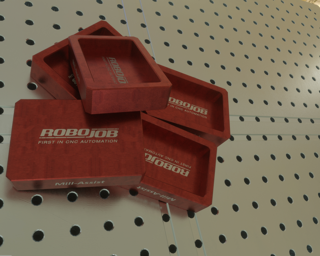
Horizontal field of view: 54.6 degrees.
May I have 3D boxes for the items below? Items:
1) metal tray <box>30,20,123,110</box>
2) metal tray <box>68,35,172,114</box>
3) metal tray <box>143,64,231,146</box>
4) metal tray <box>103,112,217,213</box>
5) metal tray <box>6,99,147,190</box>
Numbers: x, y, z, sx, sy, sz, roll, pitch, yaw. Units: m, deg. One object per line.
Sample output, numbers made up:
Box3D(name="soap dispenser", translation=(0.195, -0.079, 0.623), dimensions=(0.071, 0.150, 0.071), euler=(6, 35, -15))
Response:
Box3D(name="metal tray", translation=(-0.087, -0.081, 0.406), dimensions=(0.090, 0.030, 0.131), euler=(42, 51, 2))
Box3D(name="metal tray", translation=(-0.052, -0.068, 0.363), dimensions=(0.091, 0.030, 0.130), euler=(-5, 40, -22))
Box3D(name="metal tray", translation=(0.036, -0.032, 0.441), dimensions=(0.131, 0.030, 0.090), euler=(17, 56, -19))
Box3D(name="metal tray", translation=(0.004, 0.040, 0.381), dimensions=(0.131, 0.030, 0.090), euler=(23, 54, -14))
Box3D(name="metal tray", translation=(-0.084, 0.015, 0.328), dimensions=(0.131, 0.030, 0.090), euler=(-1, 62, -13))
